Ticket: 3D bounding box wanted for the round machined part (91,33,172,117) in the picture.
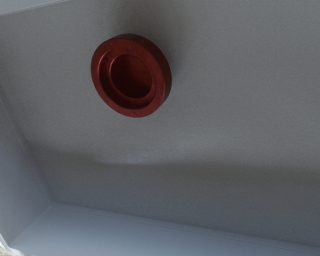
[{"bbox_3d":[-0.030,-0.065,0.374,0.098,0.042,0.097,13,124,21],"label":"round machined part"}]
